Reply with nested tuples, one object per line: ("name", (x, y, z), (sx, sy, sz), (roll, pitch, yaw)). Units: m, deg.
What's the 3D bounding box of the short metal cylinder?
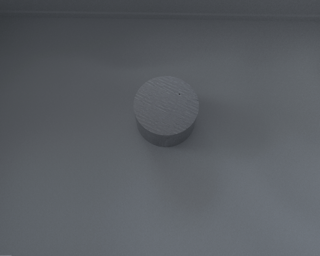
("short metal cylinder", (0.008, -0.020, 0.404), (0.080, 0.050, 0.080), (0, 70, 0))
